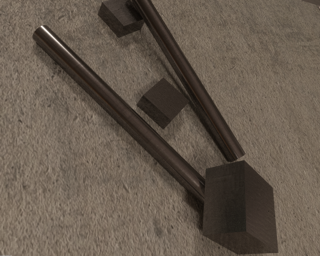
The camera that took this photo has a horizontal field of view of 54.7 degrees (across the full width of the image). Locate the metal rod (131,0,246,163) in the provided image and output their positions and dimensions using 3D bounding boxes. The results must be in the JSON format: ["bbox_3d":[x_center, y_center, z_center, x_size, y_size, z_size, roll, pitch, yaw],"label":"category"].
[{"bbox_3d":[0.036,-0.085,0.458,0.025,0.025,0.299,-25,81,-37],"label":"metal rod"}]

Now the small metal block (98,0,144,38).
[{"bbox_3d":[-0.058,-0.173,0.479,0.050,0.025,0.050,49,51,6],"label":"small metal block"}]

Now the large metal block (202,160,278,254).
[{"bbox_3d":[0.095,0.095,0.363,0.080,0.050,0.080,40,45,-37],"label":"large metal block"}]

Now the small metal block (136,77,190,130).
[{"bbox_3d":[0.005,-0.034,0.429,0.050,0.025,0.050,43,51,1],"label":"small metal block"}]

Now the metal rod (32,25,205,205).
[{"bbox_3d":[-0.045,-0.017,0.391,0.300,0.025,0.025,44,51,2],"label":"metal rod"}]
